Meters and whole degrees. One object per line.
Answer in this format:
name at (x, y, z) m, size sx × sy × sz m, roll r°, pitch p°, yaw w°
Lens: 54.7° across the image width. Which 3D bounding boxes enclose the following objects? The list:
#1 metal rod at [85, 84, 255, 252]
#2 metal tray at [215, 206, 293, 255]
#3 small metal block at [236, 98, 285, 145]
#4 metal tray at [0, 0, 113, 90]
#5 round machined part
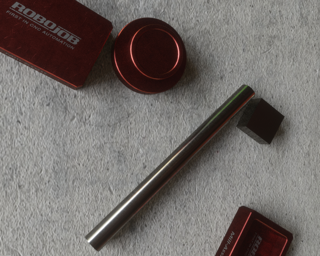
metal rod at (0.024, 0.044, 0.418) m, size 0.301 × 0.025 × 0.025 m, roll -43°, pitch 104°, yaw -15°
metal tray at (0.131, 0.194, 0.456) m, size 0.090 × 0.030 × 0.130 m, roll 33°, pitch 79°, yaw -17°
small metal block at (0.151, -0.010, 0.467) m, size 0.050 × 0.025 × 0.050 m, roll 34°, pitch 79°, yaw -17°
metal tray at (-0.133, -0.113, 0.357) m, size 0.131 × 0.030 × 0.090 m, roll 28°, pitch 81°, yaw -18°
round machined part at (-0.010, -0.093, 0.397) m, size 0.099 × 0.042 × 0.097 m, roll 0°, pitch 90°, yaw -21°
